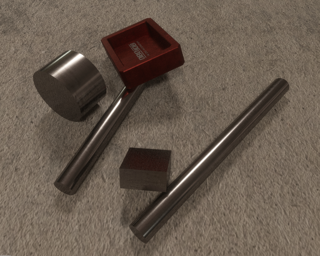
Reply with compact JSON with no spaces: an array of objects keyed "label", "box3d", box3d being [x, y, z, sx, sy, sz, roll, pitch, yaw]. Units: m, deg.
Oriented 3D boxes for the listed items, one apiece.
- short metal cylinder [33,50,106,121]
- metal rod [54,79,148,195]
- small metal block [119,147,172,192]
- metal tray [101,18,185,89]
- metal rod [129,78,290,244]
[{"label":"short metal cylinder","box3d":[-0.119,-0.055,0.412,0.080,0.080,0.050,27,55,20]},{"label":"metal rod","box3d":[-0.050,-0.038,0.434,0.025,0.025,0.301,18,52,14]},{"label":"small metal block","box3d":[-0.015,0.046,0.350,0.050,0.025,0.050,4,23,6]},{"label":"metal tray","box3d":[-0.030,-0.117,0.468,0.090,0.030,0.130,-26,41,-5]},{"label":"metal rod","box3d":[0.079,0.022,0.385,0.025,0.025,0.302,35,58,25]}]
